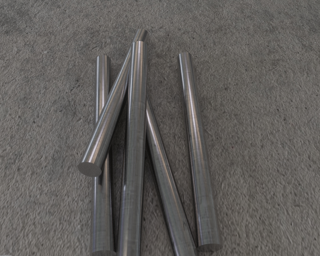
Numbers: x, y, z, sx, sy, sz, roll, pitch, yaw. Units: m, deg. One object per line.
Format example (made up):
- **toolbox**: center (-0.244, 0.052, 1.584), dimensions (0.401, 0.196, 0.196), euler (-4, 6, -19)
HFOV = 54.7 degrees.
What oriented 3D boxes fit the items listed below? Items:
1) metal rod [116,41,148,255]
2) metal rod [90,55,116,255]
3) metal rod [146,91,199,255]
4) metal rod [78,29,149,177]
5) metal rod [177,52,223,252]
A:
- **metal rod**: center (-0.030, 0.008, 0.372), dimensions (0.025, 0.025, 0.300), euler (0, 57, 0)
- **metal rod**: center (-0.072, 0.008, 0.395), dimensions (0.025, 0.025, 0.300), euler (-5, 50, -4)
- **metal rod**: center (0.003, 0.055, 0.356), dimensions (0.025, 0.025, 0.300), euler (-10, 51, -9)
- **metal rod**: center (-0.052, -0.059, 0.431), dimensions (0.025, 0.025, 0.300), euler (6, 44, 5)
- **metal rod**: center (0.044, 0.003, 0.400), dimensions (0.025, 0.025, 0.300), euler (-1, 50, -1)
